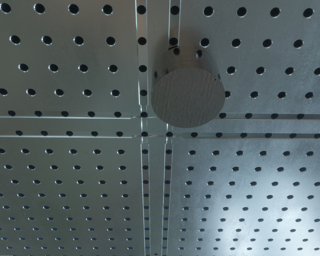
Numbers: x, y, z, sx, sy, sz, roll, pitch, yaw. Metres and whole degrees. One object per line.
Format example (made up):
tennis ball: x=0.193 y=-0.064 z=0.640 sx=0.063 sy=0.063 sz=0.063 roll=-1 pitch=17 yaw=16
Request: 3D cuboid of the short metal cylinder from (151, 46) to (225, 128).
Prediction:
short metal cylinder: x=0.031 y=-0.046 z=0.356 sx=0.080 sy=0.050 sz=0.080 roll=0 pitch=130 yaw=0
